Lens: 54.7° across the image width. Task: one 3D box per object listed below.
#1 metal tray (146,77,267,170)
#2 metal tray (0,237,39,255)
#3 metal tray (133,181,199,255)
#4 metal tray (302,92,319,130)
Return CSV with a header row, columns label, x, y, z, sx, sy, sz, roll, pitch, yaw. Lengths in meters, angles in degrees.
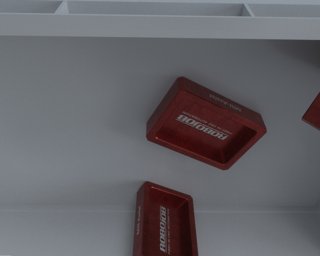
label,x,y,z,sx,sy,sz,roll,pitch,yaw
metal tray,0.059,-0.001,0.405,0.131,0.030,0.089,23,127,-19
metal tray,-0.306,0.280,0.643,0.090,0.030,0.130,-21,127,17
metal tray,0.009,0.151,0.469,0.091,0.130,0.030,22,127,-18
metal tray,0.192,-0.057,0.297,0.030,0.131,0.089,37,136,22
